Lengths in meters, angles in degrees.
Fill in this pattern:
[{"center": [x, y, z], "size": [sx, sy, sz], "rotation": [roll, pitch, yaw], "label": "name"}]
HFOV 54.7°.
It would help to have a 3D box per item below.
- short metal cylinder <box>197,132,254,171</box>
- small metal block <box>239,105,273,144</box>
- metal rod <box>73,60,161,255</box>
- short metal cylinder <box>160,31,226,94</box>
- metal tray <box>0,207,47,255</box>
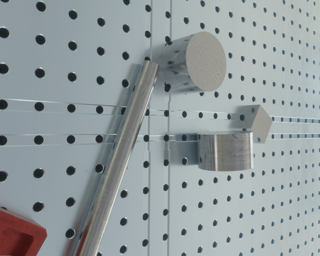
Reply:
[{"center": [0.095, 0.031, 0.453], "size": [0.081, 0.080, 0.050], "rotation": [-4, 93, -40], "label": "short metal cylinder"}, {"center": [0.172, -0.007, 0.554], "size": [0.050, 0.025, 0.050], "rotation": [40, 66, -33], "label": "small metal block"}, {"center": [-0.056, 0.057, 0.362], "size": [0.025, 0.025, 0.299], "rotation": [29, 72, -37], "label": "metal rod"}, {"center": [0.047, -0.089, 0.432], "size": [0.081, 0.050, 0.079], "rotation": [0, 90, -40], "label": "short metal cylinder"}, {"center": [-0.171, 0.130, 0.262], "size": [0.090, 0.030, 0.130], "rotation": [40, 66, -33], "label": "metal tray"}]
